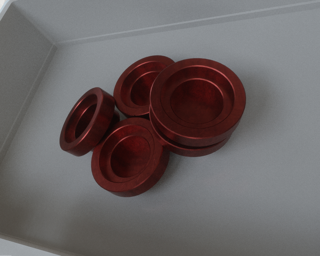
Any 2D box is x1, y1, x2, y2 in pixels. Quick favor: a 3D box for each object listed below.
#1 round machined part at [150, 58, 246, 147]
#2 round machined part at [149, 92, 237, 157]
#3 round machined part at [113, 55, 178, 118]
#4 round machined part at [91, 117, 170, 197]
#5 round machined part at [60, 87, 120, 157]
[{"bbox_3d":[0.040,-0.024,0.337,0.099,0.042,0.098,-1,64,3],"label":"round machined part"},{"bbox_3d":[0.038,-0.011,0.366,0.099,0.042,0.098,-1,63,2],"label":"round machined part"},{"bbox_3d":[-0.012,-0.049,0.428,0.098,0.042,0.098,-13,56,21],"label":"round machined part"},{"bbox_3d":[-0.033,0.039,0.385,0.098,0.042,0.098,-13,56,21],"label":"round machined part"},{"bbox_3d":[-0.093,-0.005,0.432,0.098,0.042,0.098,-31,41,33],"label":"round machined part"}]
